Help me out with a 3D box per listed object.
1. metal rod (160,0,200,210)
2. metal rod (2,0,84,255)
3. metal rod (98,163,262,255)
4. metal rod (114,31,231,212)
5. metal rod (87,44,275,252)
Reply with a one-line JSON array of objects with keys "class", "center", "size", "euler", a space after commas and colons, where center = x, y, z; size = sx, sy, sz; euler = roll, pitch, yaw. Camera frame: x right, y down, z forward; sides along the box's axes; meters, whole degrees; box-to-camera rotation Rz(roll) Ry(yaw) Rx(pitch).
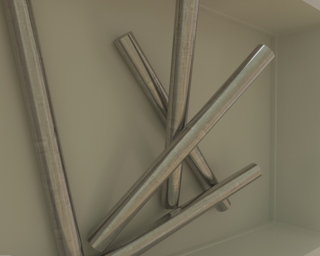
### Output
[{"class": "metal rod", "center": [0.023, -0.036, 0.367], "size": [0.025, 0.025, 0.298], "euler": [-14, 117, -39]}, {"class": "metal rod", "center": [-0.116, -0.002, 0.309], "size": [0.025, 0.025, 0.298], "euler": [-16, 100, -39]}, {"class": "metal rod", "center": [0.030, 0.116, 0.409], "size": [0.302, 0.025, 0.025], "euler": [-23, 105, -31]}, {"class": "metal rod", "center": [0.028, 0.007, 0.429], "size": [0.025, 0.025, 0.299], "euler": [-47, 118, -30]}, {"class": "metal rod", "center": [0.027, 0.019, 0.360], "size": [0.300, 0.025, 0.025], "euler": [-48, 121, -5]}]
